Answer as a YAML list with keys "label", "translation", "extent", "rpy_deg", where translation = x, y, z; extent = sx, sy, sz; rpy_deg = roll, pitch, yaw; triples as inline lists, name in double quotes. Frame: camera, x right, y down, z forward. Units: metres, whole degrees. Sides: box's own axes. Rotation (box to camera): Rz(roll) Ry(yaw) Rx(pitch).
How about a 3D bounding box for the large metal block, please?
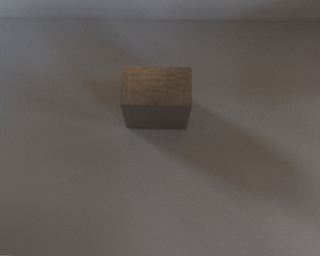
- label: "large metal block"
  translation: [-0.004, -0.035, 0.391]
  extent: [0.080, 0.080, 0.050]
  rpy_deg: [1, 70, 0]
